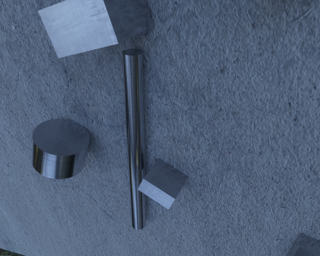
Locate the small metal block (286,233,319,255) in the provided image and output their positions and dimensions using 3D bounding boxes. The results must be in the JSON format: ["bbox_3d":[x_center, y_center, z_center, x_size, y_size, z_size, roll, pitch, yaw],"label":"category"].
[{"bbox_3d":[0.201,0.173,0.408,0.050,0.025,0.050,21,126,15],"label":"small metal block"}]

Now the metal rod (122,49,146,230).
[{"bbox_3d":[-0.034,0.036,0.447,0.025,0.025,0.298,14,124,20],"label":"metal rod"}]

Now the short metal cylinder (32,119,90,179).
[{"bbox_3d":[-0.151,0.031,0.470,0.080,0.080,0.050,28,128,10],"label":"short metal cylinder"}]

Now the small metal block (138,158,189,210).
[{"bbox_3d":[0.005,0.077,0.436,0.050,0.050,0.025,32,129,7],"label":"small metal block"}]

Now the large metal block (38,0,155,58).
[{"bbox_3d":[-0.064,-0.118,0.332,0.080,0.080,0.050,-4,116,30],"label":"large metal block"}]
